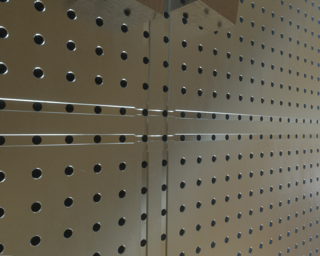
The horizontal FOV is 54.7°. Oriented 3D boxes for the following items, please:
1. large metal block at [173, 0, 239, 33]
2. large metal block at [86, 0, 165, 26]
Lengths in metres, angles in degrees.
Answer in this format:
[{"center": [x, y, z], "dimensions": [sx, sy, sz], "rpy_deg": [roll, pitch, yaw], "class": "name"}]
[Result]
[{"center": [0.072, -0.199, 0.455], "dimensions": [0.081, 0.050, 0.080], "rpy_deg": [16, 80, -39], "class": "large metal block"}, {"center": [-0.037, -0.179, 0.363], "dimensions": [0.081, 0.050, 0.080], "rpy_deg": [13, 82, -40], "class": "large metal block"}]
